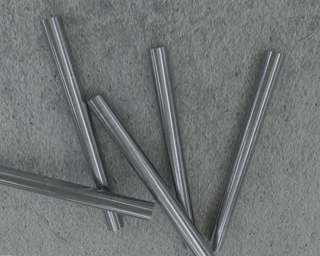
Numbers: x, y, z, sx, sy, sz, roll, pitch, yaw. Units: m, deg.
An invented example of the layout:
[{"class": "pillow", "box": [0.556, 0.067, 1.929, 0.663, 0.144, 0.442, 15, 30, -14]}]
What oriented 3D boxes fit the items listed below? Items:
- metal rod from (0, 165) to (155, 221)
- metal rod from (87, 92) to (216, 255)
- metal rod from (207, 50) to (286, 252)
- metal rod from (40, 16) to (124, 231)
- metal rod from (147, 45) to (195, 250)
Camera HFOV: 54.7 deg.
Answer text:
[{"class": "metal rod", "box": [-0.157, 0.078, 0.418, 0.302, 0.025, 0.025, 13, 110, 2]}, {"class": "metal rod", "box": [-0.001, 0.084, 0.421, 0.025, 0.025, 0.299, -32, 100, 11]}, {"class": "metal rod", "box": [0.112, 0.045, 0.427, 0.025, 0.025, 0.298, 10, 110, -4]}, {"class": "metal rod", "box": [-0.097, 0.009, 0.412, 0.025, 0.025, 0.298, -11, 110, 4]}, {"class": "metal rod", "box": [0.021, 0.040, 0.424, 0.025, 0.025, 0.298, -9, 110, 3]}]
